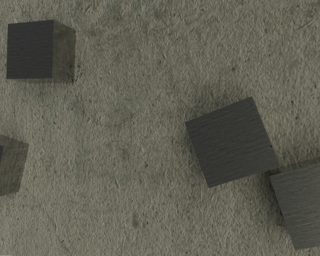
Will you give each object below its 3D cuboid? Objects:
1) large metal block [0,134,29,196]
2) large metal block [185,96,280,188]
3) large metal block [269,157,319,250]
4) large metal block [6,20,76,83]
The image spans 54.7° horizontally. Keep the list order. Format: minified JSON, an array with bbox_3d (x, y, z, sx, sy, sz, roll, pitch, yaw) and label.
[{"bbox_3d":[-0.264,0.055,0.489,0.080,0.050,0.080,16,95,19],"label":"large metal block"},{"bbox_3d":[0.086,0.017,0.365,0.080,0.050,0.080,-22,83,18],"label":"large metal block"},{"bbox_3d":[0.172,0.076,0.335,0.080,0.050,0.080,-19,84,19],"label":"large metal block"},{"bbox_3d":[-0.175,-0.109,0.457,0.080,0.050,0.080,2,91,20],"label":"large metal block"}]
